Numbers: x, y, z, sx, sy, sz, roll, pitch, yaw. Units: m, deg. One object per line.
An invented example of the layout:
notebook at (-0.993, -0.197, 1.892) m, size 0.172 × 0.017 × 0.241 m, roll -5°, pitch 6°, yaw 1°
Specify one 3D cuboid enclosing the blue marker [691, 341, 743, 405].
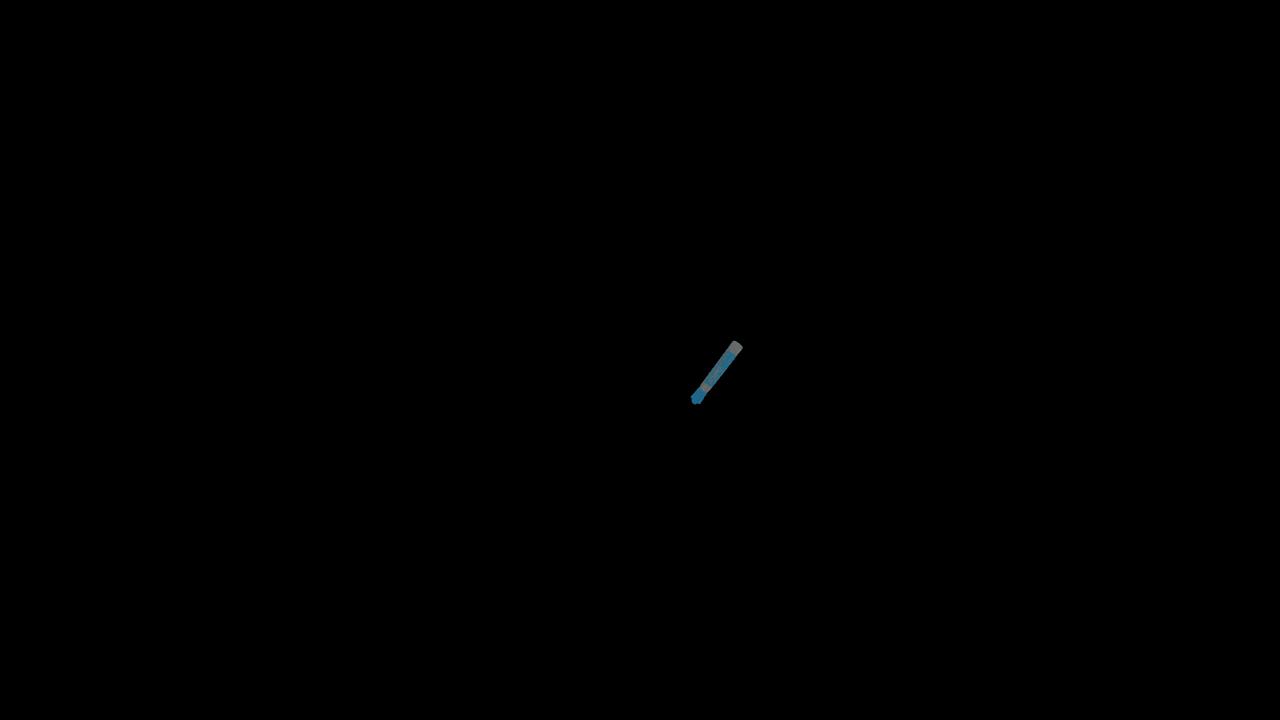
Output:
blue marker at (0.117, 0.022, 0.959) m, size 0.020 × 0.121 × 0.020 m, roll 30°, pitch 22°, yaw -13°
